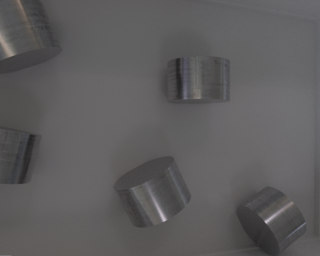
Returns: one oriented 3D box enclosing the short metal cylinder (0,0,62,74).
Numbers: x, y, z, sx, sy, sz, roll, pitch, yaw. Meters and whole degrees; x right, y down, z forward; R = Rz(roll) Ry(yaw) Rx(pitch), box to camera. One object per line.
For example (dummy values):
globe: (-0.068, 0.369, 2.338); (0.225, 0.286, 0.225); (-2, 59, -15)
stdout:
short metal cylinder: (-0.152, -0.094, 0.325); (0.081, 0.080, 0.050); (-23, 98, -19)

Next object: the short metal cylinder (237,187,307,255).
short metal cylinder: (0.156, 0.131, 0.439); (0.050, 0.080, 0.080); (-29, 100, -18)

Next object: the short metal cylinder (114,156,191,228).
short metal cylinder: (-0.009, 0.076, 0.378); (0.080, 0.080, 0.050); (-28, 100, -18)

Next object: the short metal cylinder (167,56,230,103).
short metal cylinder: (0.049, -0.059, 0.399); (0.081, 0.080, 0.050); (0, 90, -20)

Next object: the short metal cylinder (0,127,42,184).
short metal cylinder: (-0.170, 0.024, 0.319); (0.081, 0.080, 0.050); (14, 86, -20)
